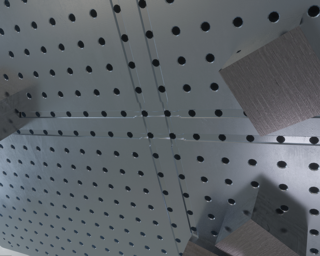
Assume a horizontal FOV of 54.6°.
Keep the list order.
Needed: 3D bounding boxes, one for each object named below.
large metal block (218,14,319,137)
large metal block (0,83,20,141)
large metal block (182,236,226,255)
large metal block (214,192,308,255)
[{"bbox_3d":[0.118,-0.049,0.303,0.080,0.050,0.080,-27,104,37],"label":"large metal block"},{"bbox_3d":[-0.291,-0.034,0.529,0.080,0.050,0.079,25,128,12],"label":"large metal block"},{"bbox_3d":[0.072,0.204,0.457,0.080,0.050,0.080,23,171,14],"label":"large metal block"},{"bbox_3d":[0.134,0.147,0.415,0.080,0.050,0.080,37,129,3],"label":"large metal block"}]
